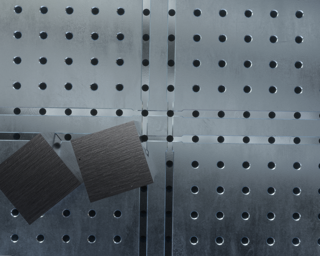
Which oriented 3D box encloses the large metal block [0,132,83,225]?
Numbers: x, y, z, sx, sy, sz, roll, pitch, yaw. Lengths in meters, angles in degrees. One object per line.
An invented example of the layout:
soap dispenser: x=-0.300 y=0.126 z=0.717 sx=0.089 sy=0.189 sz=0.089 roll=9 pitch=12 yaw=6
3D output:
large metal block: x=-0.152 y=0.062 z=0.400 sx=0.080 sy=0.050 sz=0.080 roll=-39 pitch=90 yaw=0

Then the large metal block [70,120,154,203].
large metal block: x=-0.058 y=0.041 z=0.401 sx=0.080 sy=0.050 sz=0.080 roll=-18 pitch=90 yaw=0
